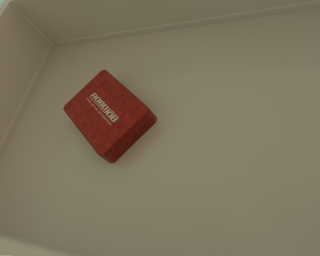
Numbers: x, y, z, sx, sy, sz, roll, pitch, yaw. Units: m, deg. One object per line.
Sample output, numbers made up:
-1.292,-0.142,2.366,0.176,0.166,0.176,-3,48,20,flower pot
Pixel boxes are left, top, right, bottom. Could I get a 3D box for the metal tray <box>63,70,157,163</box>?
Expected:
-0.077,-0.021,0.454,0.090,0.030,0.130,-45,51,-3,metal tray
